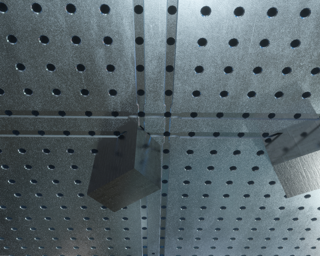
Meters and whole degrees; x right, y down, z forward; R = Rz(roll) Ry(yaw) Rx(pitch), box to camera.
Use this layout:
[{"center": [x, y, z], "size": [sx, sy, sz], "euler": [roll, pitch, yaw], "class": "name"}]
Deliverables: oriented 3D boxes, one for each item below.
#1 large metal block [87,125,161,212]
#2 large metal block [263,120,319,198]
[{"center": [-0.046, 0.055, 0.422], "size": [0.080, 0.080, 0.050], "euler": [-31, 124, 23], "class": "large metal block"}, {"center": [0.203, 0.046, 0.437], "size": [0.080, 0.050, 0.080], "euler": [-23, 127, 18], "class": "large metal block"}]
